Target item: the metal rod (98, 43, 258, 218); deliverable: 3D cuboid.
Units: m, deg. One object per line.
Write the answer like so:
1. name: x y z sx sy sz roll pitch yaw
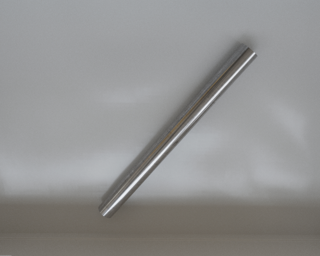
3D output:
1. metal rod: 0.015 0.013 0.416 0.025 0.025 0.299 37 105 -13
